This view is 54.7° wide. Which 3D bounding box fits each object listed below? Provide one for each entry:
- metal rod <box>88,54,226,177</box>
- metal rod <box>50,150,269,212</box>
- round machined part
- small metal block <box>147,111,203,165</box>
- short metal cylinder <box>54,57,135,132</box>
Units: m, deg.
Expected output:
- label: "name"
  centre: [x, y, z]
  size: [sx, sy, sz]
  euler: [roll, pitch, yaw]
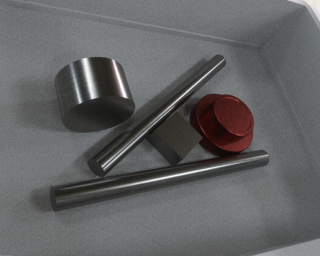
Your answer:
- label: "metal rod"
  centre: [0.016, -0.035, 0.435]
  size: [0.025, 0.025, 0.302]
  euler: [45, 51, 3]
- label: "metal rod"
  centre: [0.024, 0.057, 0.383]
  size: [0.303, 0.025, 0.025]
  euler: [-6, 65, -31]
- label: "round machined part"
  centre: [0.097, -0.010, 0.451]
  size: [0.099, 0.042, 0.098]
  euler: [14, 56, -21]
- label: "small metal block"
  centre: [0.020, 0.014, 0.407]
  size: [0.050, 0.025, 0.050]
  euler: [46, 51, 3]
- label: "short metal cylinder"
  centre: [-0.074, -0.035, 0.352]
  size: [0.081, 0.080, 0.050]
  euler: [-5, 65, -31]
